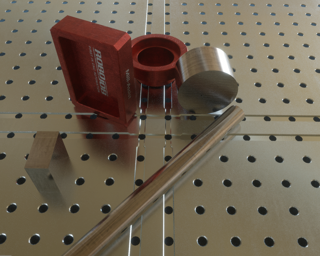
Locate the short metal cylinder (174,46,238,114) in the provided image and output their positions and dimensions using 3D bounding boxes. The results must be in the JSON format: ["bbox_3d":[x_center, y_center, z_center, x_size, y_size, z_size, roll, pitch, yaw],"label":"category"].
[{"bbox_3d":[0.062,-0.065,0.427,0.081,0.080,0.050,-3,50,-3],"label":"short metal cylinder"}]

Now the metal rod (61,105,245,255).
[{"bbox_3d":[0.001,0.062,0.355,0.025,0.025,0.302,37,58,26],"label":"metal rod"}]

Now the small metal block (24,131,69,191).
[{"bbox_3d":[-0.129,0.039,0.357,0.025,0.050,0.050,1,50,0],"label":"small metal block"}]

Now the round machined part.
[{"bbox_3d":[-0.007,-0.102,0.480,0.099,0.042,0.098,0,48,0],"label":"round machined part"}]

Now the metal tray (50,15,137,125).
[{"bbox_3d":[-0.080,-0.069,0.396,0.090,0.129,0.030,20,53,16],"label":"metal tray"}]
